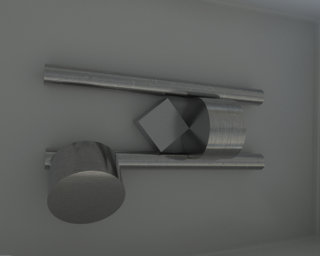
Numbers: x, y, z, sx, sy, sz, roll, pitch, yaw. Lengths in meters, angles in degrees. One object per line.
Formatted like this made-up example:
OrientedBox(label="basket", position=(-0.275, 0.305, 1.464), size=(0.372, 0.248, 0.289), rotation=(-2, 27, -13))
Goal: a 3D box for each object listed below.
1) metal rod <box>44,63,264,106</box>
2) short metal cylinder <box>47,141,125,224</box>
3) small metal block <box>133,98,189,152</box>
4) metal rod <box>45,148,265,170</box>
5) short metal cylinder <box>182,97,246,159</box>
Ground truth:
OrientedBox(label="metal rod", position=(0.007, -0.054, 0.412), size=(0.302, 0.025, 0.025), rotation=(3, 89, -21))
OrientedBox(label="short metal cylinder", position=(-0.083, 0.061, 0.347), size=(0.081, 0.050, 0.079), rotation=(-9, 127, -12))
OrientedBox(label="small metal block", position=(0.002, -0.004, 0.410), size=(0.050, 0.025, 0.050), rotation=(-40, 103, -16))
OrientedBox(label="metal rod", position=(0.008, 0.043, 0.412), size=(0.303, 0.025, 0.025), rotation=(3, 89, -21))
OrientedBox(label="short metal cylinder", position=(0.068, 0.001, 0.406), size=(0.050, 0.080, 0.079), rotation=(2, 90, -20))
